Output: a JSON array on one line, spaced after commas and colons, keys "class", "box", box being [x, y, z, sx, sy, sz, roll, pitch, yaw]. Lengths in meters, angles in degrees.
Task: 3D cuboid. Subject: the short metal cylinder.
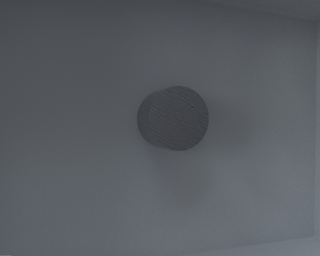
[{"class": "short metal cylinder", "box": [0.016, -0.012, 0.403, 0.081, 0.050, 0.080, 0, 90, -20]}]
